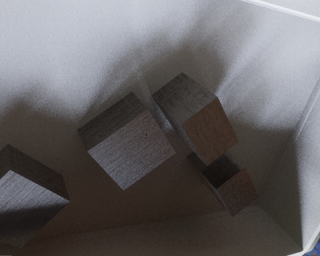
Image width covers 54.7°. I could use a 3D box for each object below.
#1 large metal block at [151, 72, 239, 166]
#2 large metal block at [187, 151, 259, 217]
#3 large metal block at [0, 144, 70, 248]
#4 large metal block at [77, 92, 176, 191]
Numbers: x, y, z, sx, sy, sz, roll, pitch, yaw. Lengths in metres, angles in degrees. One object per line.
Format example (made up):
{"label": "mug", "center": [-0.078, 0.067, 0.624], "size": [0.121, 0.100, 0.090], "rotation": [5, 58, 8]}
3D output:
{"label": "large metal block", "center": [0.043, -0.012, 0.389], "size": [0.050, 0.080, 0.080], "rotation": [-38, 129, -3]}
{"label": "large metal block", "center": [0.095, 0.074, 0.470], "size": [0.050, 0.080, 0.080], "rotation": [-36, 129, -4]}
{"label": "large metal block", "center": [-0.165, 0.078, 0.351], "size": [0.080, 0.050, 0.080], "rotation": [-44, 129, 2]}
{"label": "large metal block", "center": [-0.040, 0.017, 0.381], "size": [0.080, 0.050, 0.080], "rotation": [-36, 129, -5]}
